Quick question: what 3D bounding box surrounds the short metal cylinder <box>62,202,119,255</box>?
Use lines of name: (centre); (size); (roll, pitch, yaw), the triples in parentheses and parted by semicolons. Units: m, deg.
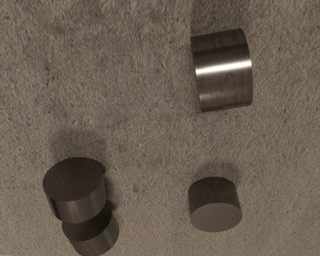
short metal cylinder: (-0.112, 0.161, 0.507); (0.080, 0.080, 0.050); (-7, 130, 5)

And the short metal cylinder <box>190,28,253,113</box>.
short metal cylinder: (0.062, -0.058, 0.322); (0.050, 0.080, 0.080); (-9, 130, 7)

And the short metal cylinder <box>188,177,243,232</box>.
short metal cylinder: (0.087, 0.124, 0.498); (0.081, 0.050, 0.079); (0, 130, 0)

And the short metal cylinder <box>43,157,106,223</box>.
short metal cylinder: (-0.120, 0.088, 0.444); (0.081, 0.080, 0.050); (0, 130, -1)
